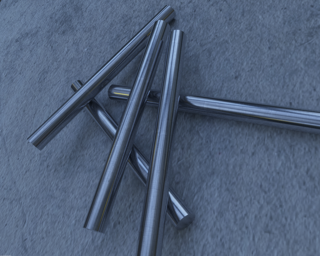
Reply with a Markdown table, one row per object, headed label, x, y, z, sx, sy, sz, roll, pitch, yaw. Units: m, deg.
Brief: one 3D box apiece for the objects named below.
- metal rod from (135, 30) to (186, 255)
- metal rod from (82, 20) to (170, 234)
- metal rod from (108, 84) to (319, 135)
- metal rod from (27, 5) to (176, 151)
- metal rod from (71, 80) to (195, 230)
| label | x | y | z | sx | sy | sz | roll | pitch | yaw |
| --- | --- | --- | --- | --- | --- | --- | --- | --- | --- |
| metal rod | 0.006 | 0.002 | 0.364 | 0.025 | 0.025 | 0.299 | -6 | 59 | 25 |
| metal rod | -0.035 | -0.019 | 0.399 | 0.025 | 0.025 | 0.300 | 2 | 62 | 29 |
| metal rod | 0.054 | -0.029 | 0.392 | 0.300 | 0.025 | 0.025 | 12 | 68 | 32 |
| metal rod | -0.079 | -0.084 | 0.470 | 0.025 | 0.025 | 0.301 | 29 | 69 | 37 |
| metal rod | -0.054 | 0.015 | 0.421 | 0.025 | 0.025 | 0.300 | -43 | 51 | -2 |
